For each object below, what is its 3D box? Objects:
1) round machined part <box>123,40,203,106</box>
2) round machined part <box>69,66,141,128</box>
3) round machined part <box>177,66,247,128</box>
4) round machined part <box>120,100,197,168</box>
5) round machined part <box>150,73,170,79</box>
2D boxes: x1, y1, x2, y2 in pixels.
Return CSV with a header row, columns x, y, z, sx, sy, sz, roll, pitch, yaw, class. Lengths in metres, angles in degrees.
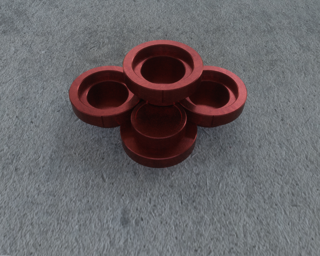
x,y,z,sx,sy,sz,roll,pitch,yaw,class
0.004,-0.066,0.394,0.099,0.042,0.098,0,50,0,round machined part
-0.070,-0.038,0.425,0.099,0.042,0.098,0,50,0,round machined part
0.066,-0.039,0.427,0.099,0.042,0.098,0,50,0,round machined part
-0.002,-0.001,0.394,0.099,0.042,0.098,0,50,0,round machined part
-0.001,-0.077,0.458,0.099,0.042,0.098,0,50,0,round machined part
